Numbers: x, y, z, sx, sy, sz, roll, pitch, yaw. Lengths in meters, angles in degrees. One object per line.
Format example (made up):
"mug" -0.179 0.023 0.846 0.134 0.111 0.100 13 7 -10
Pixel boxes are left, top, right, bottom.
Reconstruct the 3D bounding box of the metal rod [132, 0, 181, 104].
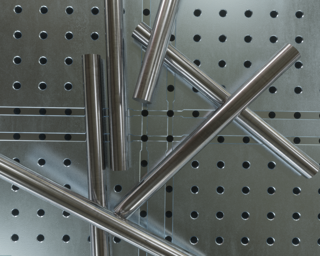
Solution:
"metal rod" 0.017 -0.176 0.395 0.025 0.025 0.299 15 83 0

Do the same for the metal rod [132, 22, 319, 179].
"metal rod" 0.087 -0.037 0.413 0.300 0.025 0.025 39 90 0

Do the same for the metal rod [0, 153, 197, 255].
"metal rod" -0.068 0.115 0.389 0.301 0.025 0.025 31 90 -10

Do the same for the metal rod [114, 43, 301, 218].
"metal rod" 0.054 0.010 0.394 0.300 0.025 0.025 -44 90 7

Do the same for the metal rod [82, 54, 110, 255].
"metal rod" -0.084 0.053 0.412 0.025 0.025 0.298 -3 90 0

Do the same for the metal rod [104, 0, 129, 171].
"metal rod" -0.059 -0.094 0.412 0.025 0.025 0.298 -2 90 0
